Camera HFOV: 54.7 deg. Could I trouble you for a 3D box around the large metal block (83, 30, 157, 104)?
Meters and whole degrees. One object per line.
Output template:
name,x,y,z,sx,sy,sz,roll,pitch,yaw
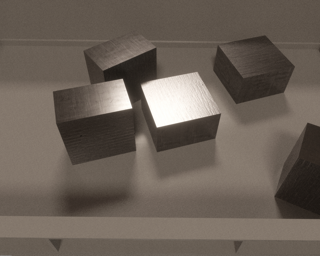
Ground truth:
large metal block,-0.052,-0.078,0.434,0.081,0.080,0.050,-30,57,-23

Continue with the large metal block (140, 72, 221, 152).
large metal block,0.024,-0.023,0.408,0.081,0.050,0.080,-13,51,-11

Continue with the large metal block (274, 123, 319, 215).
large metal block,0.179,0.051,0.329,0.080,0.080,0.050,21,53,16

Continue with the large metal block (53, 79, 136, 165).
large metal block,-0.076,-0.006,0.374,0.081,0.080,0.050,-12,51,-11

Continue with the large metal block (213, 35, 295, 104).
large metal block,0.137,-0.089,0.466,0.081,0.050,0.080,-14,52,-12
